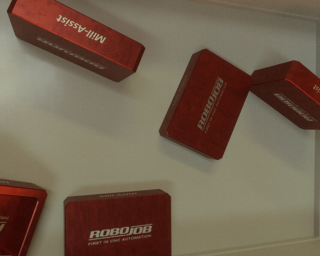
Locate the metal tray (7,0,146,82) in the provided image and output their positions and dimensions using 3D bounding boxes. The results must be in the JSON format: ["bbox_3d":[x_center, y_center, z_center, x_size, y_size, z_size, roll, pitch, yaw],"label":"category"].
[{"bbox_3d":[-0.091,-0.095,0.342,0.131,0.090,0.030,23,83,-19],"label":"metal tray"}]

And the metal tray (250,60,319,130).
[{"bbox_3d":[0.203,-0.042,0.450,0.130,0.090,0.030,32,80,-17],"label":"metal tray"}]

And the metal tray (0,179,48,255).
[{"bbox_3d":[-0.186,0.094,0.302,0.130,0.030,0.090,26,79,-53],"label":"metal tray"}]

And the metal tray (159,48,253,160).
[{"bbox_3d":[0.066,-0.032,0.432,0.090,0.030,0.130,26,81,-18],"label":"metal tray"}]

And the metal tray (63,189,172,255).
[{"bbox_3d":[-0.052,0.129,0.389,0.131,0.030,0.089,-1,90,-20],"label":"metal tray"}]
